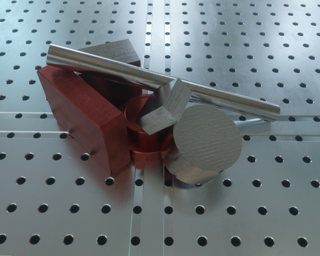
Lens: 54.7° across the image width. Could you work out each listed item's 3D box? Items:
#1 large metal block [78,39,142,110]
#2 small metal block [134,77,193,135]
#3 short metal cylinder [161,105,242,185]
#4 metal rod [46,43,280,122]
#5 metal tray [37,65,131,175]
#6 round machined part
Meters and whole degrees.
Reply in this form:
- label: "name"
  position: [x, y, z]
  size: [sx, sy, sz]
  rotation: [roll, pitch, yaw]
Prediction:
- label: "large metal block"
  position: [-0.071, -0.067, 0.425]
  size: [0.081, 0.080, 0.050]
  rotation: [-17, 52, -14]
- label: "small metal block"
  position: [0.004, -0.024, 0.355]
  size: [0.025, 0.050, 0.050]
  rotation: [44, 49, -20]
- label: "short metal cylinder"
  position: [0.047, 0.020, 0.360]
  size: [0.081, 0.050, 0.080]
  rotation: [7, 62, -13]
- label: "metal rod"
  position: [0.017, -0.052, 0.390]
  size: [0.302, 0.025, 0.025]
  rotation: [13, 48, -15]
- label: "metal tray"
  position: [-0.091, -0.013, 0.374]
  size: [0.030, 0.089, 0.130]
  rotation: [-36, 59, -26]
- label: "round machined part"
  position: [-0.016, -0.007, 0.406]
  size: [0.099, 0.042, 0.098]
  rotation: [0, 50, 0]
